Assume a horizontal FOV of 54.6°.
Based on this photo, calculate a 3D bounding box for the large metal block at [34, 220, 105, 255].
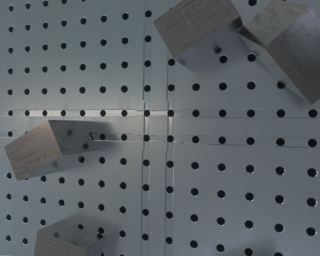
[{"bbox_3d":[-0.133,0.190,0.447,0.080,0.050,0.080,11,94,19],"label":"large metal block"}]

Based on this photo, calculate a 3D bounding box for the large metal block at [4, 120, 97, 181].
[{"bbox_3d":[-0.151,0.029,0.438,0.080,0.080,0.050,-28,81,18],"label":"large metal block"}]

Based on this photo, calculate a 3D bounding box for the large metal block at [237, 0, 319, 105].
[{"bbox_3d":[0.135,-0.081,0.319,0.050,0.080,0.080,-43,113,15],"label":"large metal block"}]

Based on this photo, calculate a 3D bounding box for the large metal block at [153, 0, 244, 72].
[{"bbox_3d":[0.051,-0.116,0.366,0.080,0.080,0.050,-30,80,17],"label":"large metal block"}]
